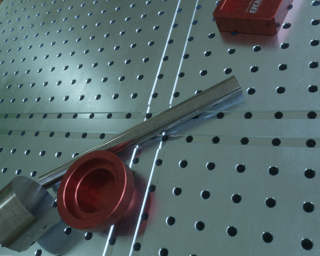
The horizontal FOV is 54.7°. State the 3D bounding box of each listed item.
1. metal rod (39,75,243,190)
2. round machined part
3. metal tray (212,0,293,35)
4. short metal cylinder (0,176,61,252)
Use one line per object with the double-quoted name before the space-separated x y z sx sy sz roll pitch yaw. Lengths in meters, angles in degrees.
"metal rod" -0.034 0.011 0.417 0.301 0.025 0.025 -27 53 11
"round machined part" -0.075 0.080 0.386 0.098 0.042 0.098 -13 56 20
"metal tray" 0.145 -0.197 0.449 0.090 0.030 0.130 18 71 34
"short metal cylinder" -0.175 0.108 0.396 0.050 0.080 0.080 -42 51 -1
